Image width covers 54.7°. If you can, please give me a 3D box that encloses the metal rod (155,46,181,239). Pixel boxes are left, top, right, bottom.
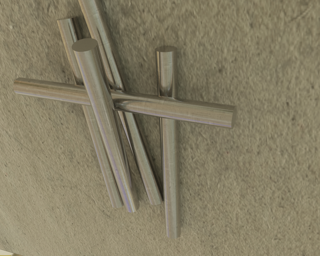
[{"bbox_3d":[0.014,0.040,0.422,0.025,0.025,0.298,10,123,22],"label":"metal rod"}]

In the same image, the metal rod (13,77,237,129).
[{"bbox_3d":[-0.060,-0.035,0.381,0.301,0.025,0.025,10,123,22],"label":"metal rod"}]

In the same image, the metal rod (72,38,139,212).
[{"bbox_3d":[-0.059,0.024,0.403,0.025,0.025,0.298,14,139,20],"label":"metal rod"}]

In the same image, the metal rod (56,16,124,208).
[{"bbox_3d":[-0.092,-0.005,0.450,0.025,0.025,0.298,4,121,26],"label":"metal rod"}]

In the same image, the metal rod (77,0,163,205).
[{"bbox_3d":[-0.044,-0.021,0.415,0.025,0.025,0.298,-3,117,29],"label":"metal rod"}]
